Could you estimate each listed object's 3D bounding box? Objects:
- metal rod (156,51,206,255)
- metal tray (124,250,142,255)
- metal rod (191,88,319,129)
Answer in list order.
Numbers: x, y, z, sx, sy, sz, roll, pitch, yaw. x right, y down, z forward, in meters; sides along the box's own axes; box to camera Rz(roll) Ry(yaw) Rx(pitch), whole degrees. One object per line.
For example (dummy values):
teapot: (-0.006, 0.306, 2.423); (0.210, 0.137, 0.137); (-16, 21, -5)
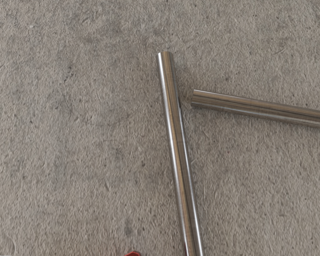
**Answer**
metal rod: (0.025, 0.036, 0.395); (0.025, 0.025, 0.299); (-7, 70, -3)
metal tray: (-0.038, 0.211, 0.327); (0.091, 0.030, 0.130); (-25, 72, -9)
metal rod: (0.192, -0.015, 0.415); (0.302, 0.025, 0.025); (10, 70, 3)
